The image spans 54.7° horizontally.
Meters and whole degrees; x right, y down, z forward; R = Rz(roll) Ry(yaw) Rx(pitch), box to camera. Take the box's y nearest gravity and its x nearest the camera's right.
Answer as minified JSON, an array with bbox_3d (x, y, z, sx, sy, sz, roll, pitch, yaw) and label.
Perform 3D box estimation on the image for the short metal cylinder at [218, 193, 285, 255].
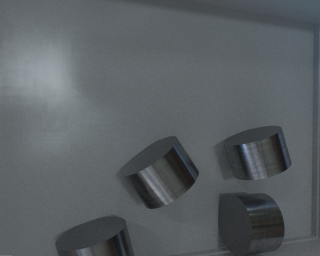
[{"bbox_3d":[0.124,0.132,0.429,0.050,0.080,0.079,1,90,-20],"label":"short metal cylinder"}]

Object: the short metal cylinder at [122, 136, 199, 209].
[{"bbox_3d":[0.000,0.053,0.383,0.080,0.080,0.050,-37,102,-16],"label":"short metal cylinder"}]

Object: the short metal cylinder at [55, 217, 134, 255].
[{"bbox_3d":[-0.072,0.143,0.355,0.081,0.080,0.050,-15,95,-20],"label":"short metal cylinder"}]

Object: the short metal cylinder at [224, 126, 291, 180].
[{"bbox_3d":[0.136,0.033,0.433,0.081,0.080,0.050,-20,97,-19],"label":"short metal cylinder"}]
